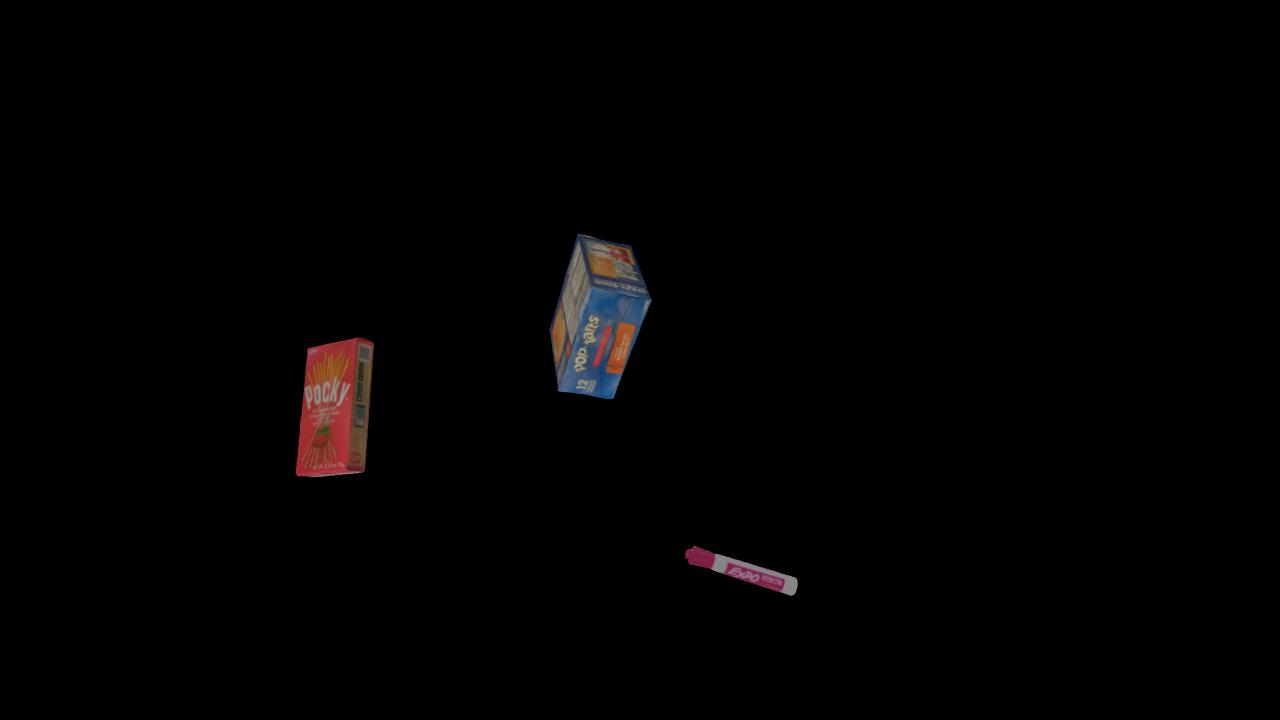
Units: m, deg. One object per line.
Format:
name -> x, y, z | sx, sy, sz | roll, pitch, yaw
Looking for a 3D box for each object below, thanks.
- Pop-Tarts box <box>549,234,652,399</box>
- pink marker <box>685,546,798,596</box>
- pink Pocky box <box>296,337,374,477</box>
Pop-Tarts box -> -0.059, -0.058, 0.831 | 0.083, 0.167, 0.141 | 8, 36, -20
pink marker -> 0.103, 0.216, 0.631 | 0.121, 0.020, 0.020 | 20, -3, -8
pink Pocky box -> -0.354, 0.055, 0.714 | 0.084, 0.155, 0.029 | -9, -16, 23
